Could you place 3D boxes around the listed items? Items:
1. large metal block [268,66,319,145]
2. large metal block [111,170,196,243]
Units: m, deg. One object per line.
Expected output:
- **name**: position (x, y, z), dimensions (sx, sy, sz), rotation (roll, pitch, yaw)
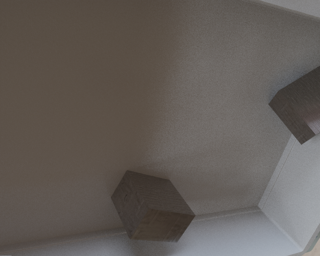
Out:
- **large metal block**: position (0.228, -0.034, 0.467), dimensions (0.080, 0.080, 0.050), rotation (-30, 162, -9)
- **large metal block**: position (-0.011, 0.110, 0.435), dimensions (0.080, 0.080, 0.050), rotation (20, 108, -36)
